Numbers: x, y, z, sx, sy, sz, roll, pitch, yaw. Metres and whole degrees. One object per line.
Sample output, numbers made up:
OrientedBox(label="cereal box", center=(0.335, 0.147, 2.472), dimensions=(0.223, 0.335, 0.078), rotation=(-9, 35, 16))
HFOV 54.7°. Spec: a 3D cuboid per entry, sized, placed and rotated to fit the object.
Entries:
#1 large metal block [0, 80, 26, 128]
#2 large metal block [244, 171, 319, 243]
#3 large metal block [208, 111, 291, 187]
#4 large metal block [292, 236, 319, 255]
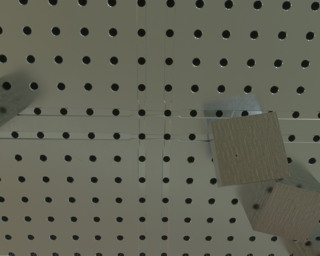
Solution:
OrientedBox(label="large metal block", center=(-0.226, -0.010, 0.377), dimensions=(0.080, 0.080, 0.050), rotation=(-34, 107, 11))
OrientedBox(label="large metal block", center=(0.179, 0.107, 0.442), dimensions=(0.081, 0.050, 0.079), rotation=(15, 109, -6))
OrientedBox(label="large metal block", center=(0.109, 0.029, 0.393), dimensions=(0.080, 0.050, 0.080), rotation=(-8, 76, 2))
OrientedBox(label="large metal block", center=(0.262, 0.220, 0.469), dimensions=(0.080, 0.080, 0.050), rotation=(23, 108, -9))
